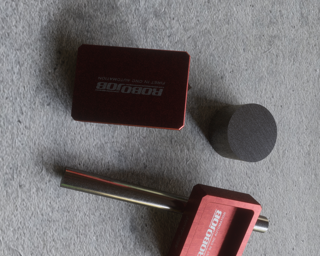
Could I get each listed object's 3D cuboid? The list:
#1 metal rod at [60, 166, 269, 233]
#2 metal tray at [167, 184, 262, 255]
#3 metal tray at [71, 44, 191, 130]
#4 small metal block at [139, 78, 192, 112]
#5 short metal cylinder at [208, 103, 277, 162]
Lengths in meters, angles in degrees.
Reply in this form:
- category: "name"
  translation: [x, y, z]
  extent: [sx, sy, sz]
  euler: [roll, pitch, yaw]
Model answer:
- category: "metal rod"
  translation: [0.020, 0.102, 0.417]
  extent: [0.302, 0.025, 0.025]
  euler: [18, 84, -20]
- category: "metal tray"
  translation: [0.069, 0.145, 0.413]
  extent: [0.091, 0.030, 0.129]
  euler: [15, 102, -19]
- category: "metal tray"
  translation: [-0.033, -0.047, 0.368]
  extent: [0.131, 0.030, 0.089]
  euler: [5, 88, 4]
- category: "small metal block"
  translation: [0.005, -0.044, 0.399]
  extent: [0.050, 0.050, 0.025]
  euler: [-41, 104, -15]
- category: "short metal cylinder"
  translation: [0.117, 0.006, 0.441]
  extent: [0.081, 0.050, 0.079]
  euler: [0, 90, -21]
